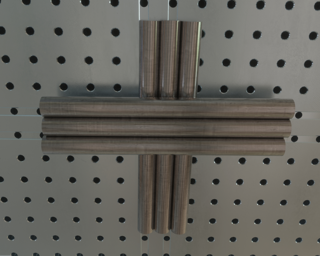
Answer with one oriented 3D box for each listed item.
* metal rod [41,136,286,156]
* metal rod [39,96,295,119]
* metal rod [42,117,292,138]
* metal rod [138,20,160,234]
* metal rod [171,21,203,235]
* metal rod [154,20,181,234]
[{"bbox_3d":[0.005,0.022,0.395,0.302,0.025,0.025,0,110,-1],"label":"metal rod"},{"bbox_3d":[0.009,-0.025,0.377,0.302,0.025,0.025,0,110,-1],"label":"metal rod"},{"bbox_3d":[0.009,-0.001,0.386,0.302,0.025,0.025,0,110,-1],"label":"metal rod"},{"bbox_3d":[-0.017,0.013,0.418,0.025,0.025,0.298,2,110,-1],"label":"metal rod"},{"bbox_3d":[0.033,0.014,0.419,0.025,0.025,0.298,2,110,-1],"label":"metal rod"},{"bbox_3d":[0.008,0.012,0.418,0.025,0.025,0.298,2,110,-1],"label":"metal rod"}]
